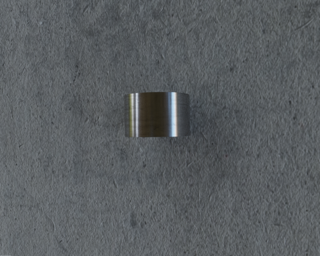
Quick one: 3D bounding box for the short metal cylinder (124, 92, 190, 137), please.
[{"bbox_3d":[-0.003,-0.015,0.382,0.080,0.080,0.050,-1,90,19],"label":"short metal cylinder"}]
